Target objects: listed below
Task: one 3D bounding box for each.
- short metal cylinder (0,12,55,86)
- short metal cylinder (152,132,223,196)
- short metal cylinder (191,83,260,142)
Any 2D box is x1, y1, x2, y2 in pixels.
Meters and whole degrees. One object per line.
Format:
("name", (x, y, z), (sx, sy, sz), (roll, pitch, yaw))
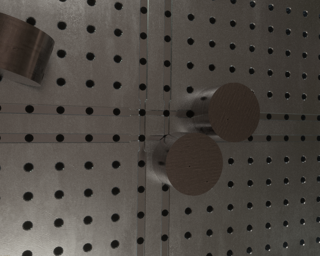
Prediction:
("short metal cylinder", (-0.159, -0.081, 0.325), (0.081, 0.080, 0.050), (17, 84, -20))
("short metal cylinder", (0.036, 0.045, 0.414), (0.081, 0.050, 0.079), (0, 90, -21))
("short metal cylinder", (0.091, -0.021, 0.434), (0.081, 0.050, 0.079), (0, 90, -21))
